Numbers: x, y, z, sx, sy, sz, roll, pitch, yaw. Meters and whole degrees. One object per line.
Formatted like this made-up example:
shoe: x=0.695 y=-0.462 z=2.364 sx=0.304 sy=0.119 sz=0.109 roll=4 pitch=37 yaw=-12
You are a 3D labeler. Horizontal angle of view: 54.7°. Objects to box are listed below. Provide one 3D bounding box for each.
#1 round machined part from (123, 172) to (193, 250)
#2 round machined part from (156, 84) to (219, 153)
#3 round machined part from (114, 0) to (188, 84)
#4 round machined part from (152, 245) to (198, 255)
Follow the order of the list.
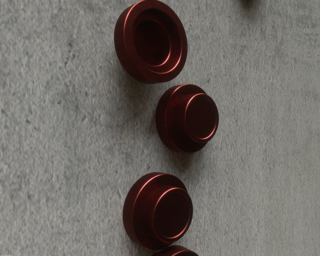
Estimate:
round machined part: x=0.005 y=0.108 z=0.400 sx=0.099 sy=0.042 sz=0.097 roll=0 pitch=90 yaw=-40
round machined part: x=0.045 y=-0.013 z=0.433 sx=0.099 sy=0.042 sz=0.097 roll=0 pitch=90 yaw=-40
round machined part: x=-0.015 y=-0.103 z=0.383 sx=0.099 sy=0.042 sz=0.097 roll=0 pitch=90 yaw=-40
round machined part: x=0.010 y=0.201 z=0.403 sx=0.099 sy=0.042 sz=0.097 roll=-3 pitch=95 yaw=-40
